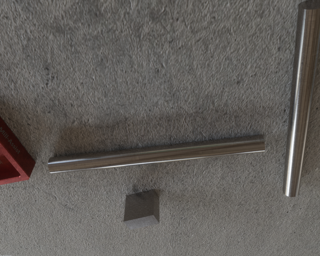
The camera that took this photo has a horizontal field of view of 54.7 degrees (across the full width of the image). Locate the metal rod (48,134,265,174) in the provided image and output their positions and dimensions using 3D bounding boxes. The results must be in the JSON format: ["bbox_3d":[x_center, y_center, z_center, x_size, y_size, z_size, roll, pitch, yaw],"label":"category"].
[{"bbox_3d":[-0.008,0.038,0.439,0.302,0.025,0.025,-6,130,5],"label":"metal rod"}]

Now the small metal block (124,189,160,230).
[{"bbox_3d":[-0.029,0.132,0.503,0.050,0.050,0.025,-16,128,13],"label":"small metal block"}]

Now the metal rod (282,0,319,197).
[{"bbox_3d":[0.180,-0.011,0.400,0.025,0.025,0.298,-9,130,7],"label":"metal rod"}]

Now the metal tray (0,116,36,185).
[{"bbox_3d":[-0.245,0.026,0.422,0.090,0.030,0.129,-12,130,9],"label":"metal tray"}]
